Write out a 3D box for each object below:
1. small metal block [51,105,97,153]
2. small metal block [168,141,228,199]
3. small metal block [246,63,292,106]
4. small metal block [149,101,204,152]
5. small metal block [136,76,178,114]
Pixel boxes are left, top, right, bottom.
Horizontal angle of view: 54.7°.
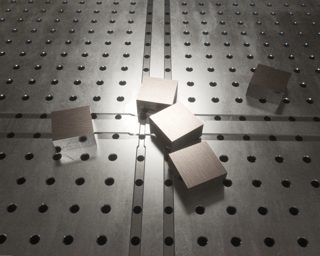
[{"bbox_3d":[-0.113,0.001,0.406,0.050,0.025,0.050,-11,51,-10],"label":"small metal block"},{"bbox_3d":[0.043,0.049,0.367,0.050,0.025,0.050,-19,53,-16],"label":"small metal block"},{"bbox_3d":[0.163,-0.066,0.465,0.050,0.025,0.050,21,53,16],"label":"small metal block"},{"bbox_3d":[0.021,-0.002,0.410,0.050,0.025,0.050,-28,56,-22],"label":"small metal block"},{"bbox_3d":[-0.003,-0.046,0.446,0.050,0.025,0.050,9,50,7],"label":"small metal block"}]
